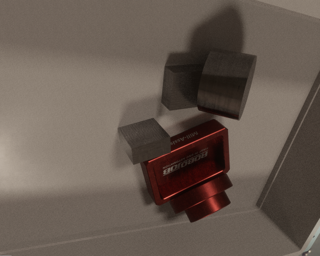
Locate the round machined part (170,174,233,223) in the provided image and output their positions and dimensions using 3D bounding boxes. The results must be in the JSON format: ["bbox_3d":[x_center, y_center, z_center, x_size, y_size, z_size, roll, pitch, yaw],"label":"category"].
[{"bbox_3d":[0.068,0.110,0.473,0.099,0.042,0.098,-25,166,-7],"label":"round machined part"}]

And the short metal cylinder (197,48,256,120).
[{"bbox_3d":[0.083,-0.054,0.380,0.080,0.050,0.080,15,91,-72],"label":"short metal cylinder"}]

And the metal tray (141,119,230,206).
[{"bbox_3d":[0.040,0.051,0.460,0.131,0.030,0.089,-23,127,-15],"label":"metal tray"}]

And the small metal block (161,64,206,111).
[{"bbox_3d":[0.032,-0.053,0.395,0.050,0.025,0.050,-9,123,-24],"label":"small metal block"}]

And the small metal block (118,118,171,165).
[{"bbox_3d":[-0.020,0.015,0.392,0.050,0.050,0.025,-17,125,-19],"label":"small metal block"}]
